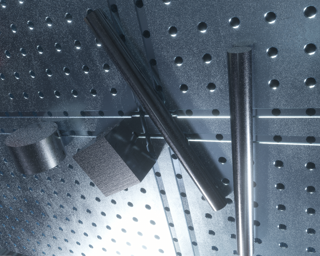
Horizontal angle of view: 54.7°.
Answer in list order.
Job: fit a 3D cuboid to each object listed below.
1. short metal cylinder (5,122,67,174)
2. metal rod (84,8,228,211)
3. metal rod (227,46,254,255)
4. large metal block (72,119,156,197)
[{"bbox_3d":[-0.197,0.030,0.495,0.080,0.080,0.050,4,120,26],"label":"short metal cylinder"},{"bbox_3d":[0.002,-0.014,0.400,0.025,0.025,0.299,-25,106,36],"label":"metal rod"},{"bbox_3d":[0.103,0.050,0.386,0.025,0.025,0.298,5,121,25],"label":"metal rod"},{"bbox_3d":[-0.067,0.046,0.457,0.080,0.050,0.080,-29,103,37],"label":"large metal block"}]
